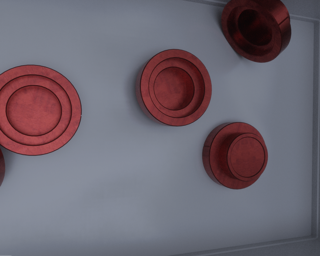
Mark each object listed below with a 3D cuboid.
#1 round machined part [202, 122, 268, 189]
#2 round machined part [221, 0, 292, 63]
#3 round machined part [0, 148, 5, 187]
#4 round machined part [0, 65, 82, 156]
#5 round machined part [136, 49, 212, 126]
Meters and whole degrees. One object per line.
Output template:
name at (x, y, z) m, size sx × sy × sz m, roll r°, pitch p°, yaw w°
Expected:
round machined part at (0.114, 0.040, 0.445) m, size 0.099 × 0.042 × 0.097 m, roll 0°, pitch 90°, yaw -21°
round machined part at (0.136, -0.142, 0.423) m, size 0.042 × 0.098 × 0.098 m, roll -42°, pitch 104°, yaw -17°
round machined part at (-0.206, 0.034, 0.313) m, size 0.099 × 0.042 × 0.097 m, roll 0°, pitch 106°, yaw 0°
round machined part at (-0.141, -0.019, 0.349) m, size 0.099 × 0.042 × 0.097 m, roll 0°, pitch 90°, yaw -21°
round machined part at (0.015, -0.051, 0.408) m, size 0.099 × 0.042 × 0.097 m, roll 0°, pitch 90°, yaw -21°
